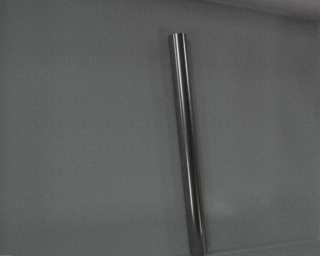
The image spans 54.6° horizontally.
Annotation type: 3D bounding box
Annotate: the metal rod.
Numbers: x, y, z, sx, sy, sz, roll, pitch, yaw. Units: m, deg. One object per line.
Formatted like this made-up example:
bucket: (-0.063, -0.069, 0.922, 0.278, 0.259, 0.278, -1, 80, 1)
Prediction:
metal rod: (0.039, 0.024, 0.424, 0.025, 0.025, 0.298, -7, 92, -20)
